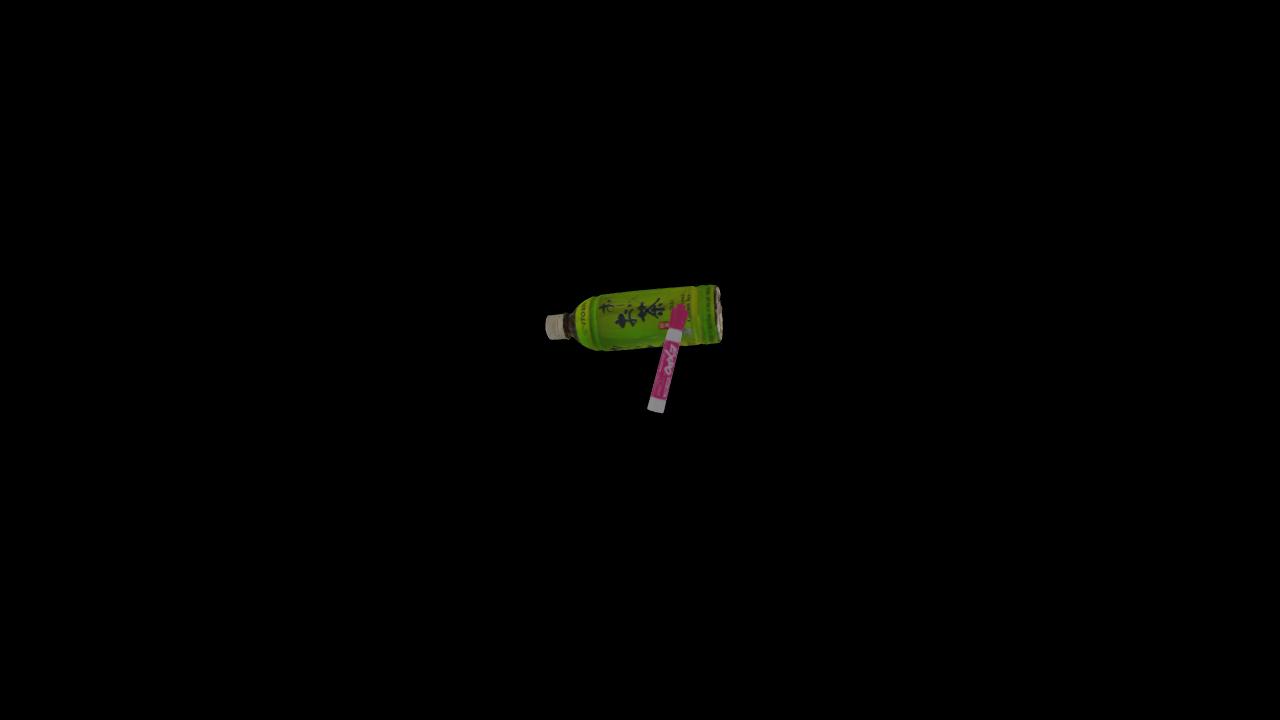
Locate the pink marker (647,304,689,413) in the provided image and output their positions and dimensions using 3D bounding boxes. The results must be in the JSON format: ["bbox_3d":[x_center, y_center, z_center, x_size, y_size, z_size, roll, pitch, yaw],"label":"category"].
[{"bbox_3d":[0.031,-0.002,0.674,0.020,0.121,0.020,14,1,0],"label":"pink marker"}]

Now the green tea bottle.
[{"bbox_3d":[-0.009,-0.047,0.737,0.212,0.073,0.073,-4,-1,14],"label":"green tea bottle"}]
